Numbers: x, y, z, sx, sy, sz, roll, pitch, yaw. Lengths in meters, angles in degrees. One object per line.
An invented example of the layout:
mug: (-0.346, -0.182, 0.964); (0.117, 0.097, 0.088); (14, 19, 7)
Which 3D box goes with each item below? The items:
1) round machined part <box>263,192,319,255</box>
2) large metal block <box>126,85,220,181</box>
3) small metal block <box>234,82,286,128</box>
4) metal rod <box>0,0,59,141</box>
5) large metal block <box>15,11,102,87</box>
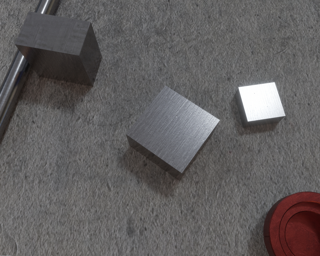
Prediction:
round machined part: (0.167, 0.125, 0.355); (0.099, 0.042, 0.098); (0, 70, 0)
large metal block: (0.016, 0.007, 0.392); (0.080, 0.050, 0.080); (34, 73, 11)
small metal block: (0.134, -0.031, 0.420); (0.050, 0.025, 0.050); (-8, 70, -3)
metal rod: (-0.199, -0.079, 0.435); (0.025, 0.025, 0.299); (12, 70, 4)
large metal block: (-0.130, -0.103, 0.415); (0.080, 0.080, 0.050); (11, 71, 4)
